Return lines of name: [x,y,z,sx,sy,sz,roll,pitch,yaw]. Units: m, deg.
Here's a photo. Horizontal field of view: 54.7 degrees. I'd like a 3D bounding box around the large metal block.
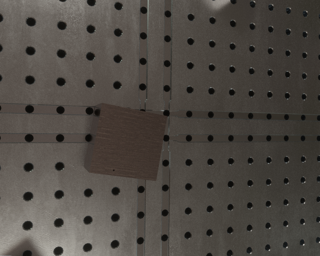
large metal block: [-0.044,0.017,0.384,0.081,0.050,0.080,11,86,-20]
